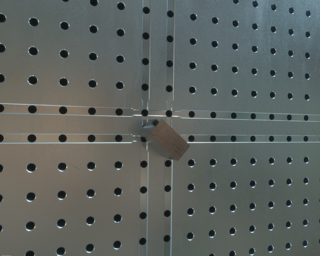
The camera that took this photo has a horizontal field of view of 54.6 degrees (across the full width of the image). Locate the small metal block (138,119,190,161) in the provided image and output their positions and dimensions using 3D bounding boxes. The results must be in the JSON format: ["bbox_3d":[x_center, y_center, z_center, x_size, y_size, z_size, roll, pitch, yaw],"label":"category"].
[{"bbox_3d":[0.004,0.015,0.401,0.050,0.050,0.025,43,77,-15],"label":"small metal block"}]
